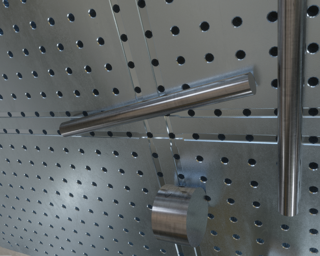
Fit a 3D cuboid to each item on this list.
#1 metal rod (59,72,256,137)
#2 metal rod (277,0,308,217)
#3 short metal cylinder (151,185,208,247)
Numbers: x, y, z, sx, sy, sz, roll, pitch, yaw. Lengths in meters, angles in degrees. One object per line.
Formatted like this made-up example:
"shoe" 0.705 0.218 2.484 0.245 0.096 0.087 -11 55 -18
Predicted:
"metal rod" -0.026 -0.022 0.410 0.300 0.025 0.025 -11 113 33
"metal rod" 0.135 -0.028 0.322 0.025 0.025 0.298 3 120 26
"short metal cylinder" 0.030 0.121 0.435 0.050 0.080 0.080 0 118 28
